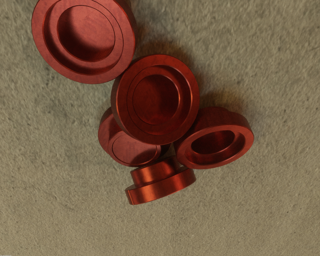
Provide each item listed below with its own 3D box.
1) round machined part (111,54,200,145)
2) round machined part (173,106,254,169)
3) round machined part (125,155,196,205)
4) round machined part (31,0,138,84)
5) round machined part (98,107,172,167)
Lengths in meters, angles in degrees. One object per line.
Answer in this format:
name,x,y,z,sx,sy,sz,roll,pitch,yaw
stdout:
round machined part,-0.008,-0.032,0.348,0.099,0.042,0.097,-4,100,-25
round machined part,0.065,0.010,0.395,0.099,0.042,0.097,-8,143,-6
round machined part,-0.003,0.068,0.431,0.098,0.098,0.042,-21,87,16
round machined part,-0.070,-0.096,0.308,0.099,0.042,0.097,3,127,4
round machined part,-0.032,0.014,0.408,0.099,0.042,0.097,-1,130,0
